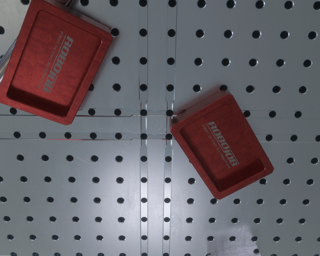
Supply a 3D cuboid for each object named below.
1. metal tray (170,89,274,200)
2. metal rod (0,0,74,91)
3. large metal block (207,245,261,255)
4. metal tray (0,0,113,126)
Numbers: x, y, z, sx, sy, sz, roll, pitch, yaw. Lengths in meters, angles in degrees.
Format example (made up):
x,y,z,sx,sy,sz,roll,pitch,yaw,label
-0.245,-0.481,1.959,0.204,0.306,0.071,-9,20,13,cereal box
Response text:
x,y,z,sx,sy,sz,roll,pitch,yaw,label
0.083,0.024,0.420,0.090,0.030,0.130,-31,108,10,metal tray
-0.177,-0.085,0.380,0.025,0.025,0.299,40,105,-14,metal rod
0.126,0.242,0.490,0.080,0.050,0.080,-13,110,4,large metal block
-0.124,-0.075,0.365,0.091,0.030,0.129,22,113,-24,metal tray
